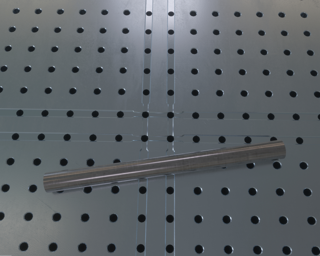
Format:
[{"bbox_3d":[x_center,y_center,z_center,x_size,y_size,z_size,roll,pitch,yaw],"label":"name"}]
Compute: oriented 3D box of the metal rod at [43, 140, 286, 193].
[{"bbox_3d":[0.008,0.048,0.394,0.302,0.025,0.025,-8,70,-3],"label":"metal rod"}]
